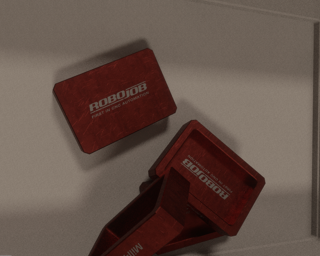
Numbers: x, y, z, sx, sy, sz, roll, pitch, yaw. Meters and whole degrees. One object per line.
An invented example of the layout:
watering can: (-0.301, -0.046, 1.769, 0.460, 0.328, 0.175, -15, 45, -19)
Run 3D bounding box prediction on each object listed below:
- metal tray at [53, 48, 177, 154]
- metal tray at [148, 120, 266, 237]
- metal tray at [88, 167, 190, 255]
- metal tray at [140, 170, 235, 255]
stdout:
metal tray: (-0.054, -0.035, 0.389, 0.131, 0.030, 0.090, -26, 99, -18)
metal tray: (0.062, 0.064, 0.399, 0.130, 0.030, 0.090, 40, 68, -6)
metal tray: (-0.026, 0.109, 0.335, 0.030, 0.090, 0.130, 43, 110, -7)
metal tray: (0.043, 0.109, 0.425, 0.131, 0.030, 0.089, -8, 93, -20)
